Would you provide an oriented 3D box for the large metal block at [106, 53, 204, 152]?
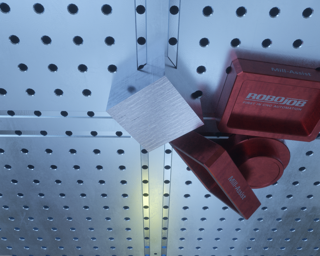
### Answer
[{"bbox_3d":[-0.005,-0.028,0.371,0.080,0.050,0.080,-28,125,22],"label":"large metal block"}]

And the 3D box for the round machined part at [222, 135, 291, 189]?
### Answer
[{"bbox_3d":[0.137,0.050,0.444,0.099,0.042,0.097,0,130,0],"label":"round machined part"}]

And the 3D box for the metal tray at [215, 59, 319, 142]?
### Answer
[{"bbox_3d":[0.143,-0.031,0.383,0.131,0.030,0.089,6,130,-6],"label":"metal tray"}]

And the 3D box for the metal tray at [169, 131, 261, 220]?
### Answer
[{"bbox_3d":[0.074,0.060,0.420,0.030,0.090,0.130,-45,124,-9],"label":"metal tray"}]
